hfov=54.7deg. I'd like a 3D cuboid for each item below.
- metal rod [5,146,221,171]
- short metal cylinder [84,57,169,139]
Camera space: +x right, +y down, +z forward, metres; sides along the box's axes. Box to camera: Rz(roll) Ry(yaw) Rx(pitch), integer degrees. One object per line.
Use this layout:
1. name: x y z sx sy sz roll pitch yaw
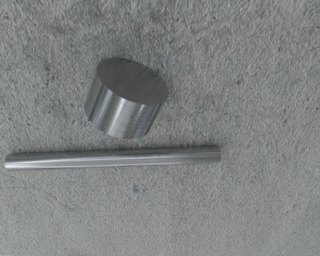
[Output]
1. metal rod: -0.066 0.044 0.443 0.302 0.025 0.025 -2 130 1
2. short metal cylinder: -0.037 -0.034 0.342 0.081 0.080 0.050 18 128 -15
